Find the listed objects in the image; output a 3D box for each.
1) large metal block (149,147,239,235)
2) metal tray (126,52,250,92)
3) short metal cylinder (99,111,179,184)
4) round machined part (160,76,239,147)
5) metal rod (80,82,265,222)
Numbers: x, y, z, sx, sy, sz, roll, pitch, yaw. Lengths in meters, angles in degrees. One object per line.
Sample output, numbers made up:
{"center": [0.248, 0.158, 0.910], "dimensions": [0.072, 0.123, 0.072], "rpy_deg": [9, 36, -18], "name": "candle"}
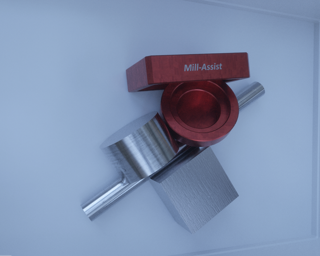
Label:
{"center": [0.043, 0.078, 0.412], "dimensions": [0.080, 0.050, 0.080], "rpy_deg": [-35, 102, -17], "name": "large metal block"}
{"center": [0.032, -0.068, 0.386], "dimensions": [0.131, 0.090, 0.030], "rpy_deg": [-7, 93, -21], "name": "metal tray"}
{"center": [-0.024, 0.022, 0.372], "dimensions": [0.080, 0.080, 0.050], "rpy_deg": [-35, 102, -17], "name": "short metal cylinder"}
{"center": [0.049, -0.020, 0.404], "dimensions": [0.099, 0.042, 0.098], "rpy_deg": [2, 66, -4], "name": "round machined part"}
{"center": [0.029, 0.022, 0.421], "dimensions": [0.302, 0.025, 0.025], "rpy_deg": [-34, 102, -17], "name": "metal rod"}
